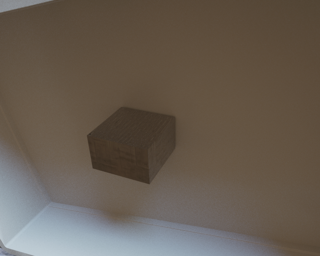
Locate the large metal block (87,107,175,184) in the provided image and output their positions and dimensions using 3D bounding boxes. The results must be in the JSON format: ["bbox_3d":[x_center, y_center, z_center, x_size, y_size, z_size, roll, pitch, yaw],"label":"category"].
[{"bbox_3d":[-0.033,0.019,0.397,0.080,0.080,0.050,12,123,21],"label":"large metal block"}]
